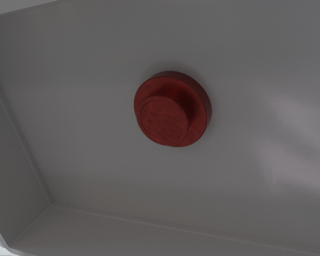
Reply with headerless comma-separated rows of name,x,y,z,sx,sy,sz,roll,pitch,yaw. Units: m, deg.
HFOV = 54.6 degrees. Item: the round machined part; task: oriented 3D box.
round machined part,0.010,-0.017,0.382,0.098,0.042,0.097,13,124,21
